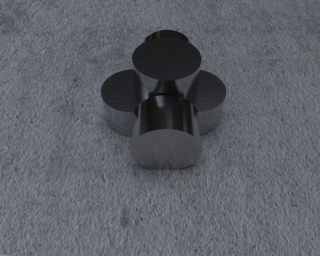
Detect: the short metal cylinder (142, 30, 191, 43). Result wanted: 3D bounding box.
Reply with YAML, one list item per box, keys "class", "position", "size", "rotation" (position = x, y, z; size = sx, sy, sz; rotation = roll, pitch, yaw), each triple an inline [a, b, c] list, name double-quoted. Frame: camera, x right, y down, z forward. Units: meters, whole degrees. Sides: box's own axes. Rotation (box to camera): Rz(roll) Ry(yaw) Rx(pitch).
- class: "short metal cylinder"
  position: [0.010, -0.093, 0.448]
  size: [0.081, 0.080, 0.050]
  rotation: [0, 50, -1]

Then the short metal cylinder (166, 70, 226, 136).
- class: "short metal cylinder"
  position: [0.045, -0.034, 0.418]
  size: [0.081, 0.050, 0.080]
  rotation: [0, 50, 0]

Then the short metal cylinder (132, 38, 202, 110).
- class: "short metal cylinder"
  position: [0.008, -0.066, 0.378]
  size: [0.081, 0.050, 0.080]
  rotation: [0, 50, 0]

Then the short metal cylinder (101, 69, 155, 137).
- class: "short metal cylinder"
  position: [-0.035, -0.034, 0.416]
  size: [0.081, 0.050, 0.080]
  rotation: [0, 50, 0]

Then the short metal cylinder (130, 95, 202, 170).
- class: "short metal cylinder"
  position: [0.007, 0.007, 0.363]
  size: [0.081, 0.080, 0.050]
  rotation: [0, 50, 0]
